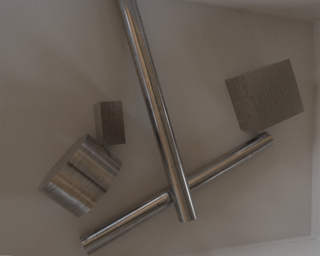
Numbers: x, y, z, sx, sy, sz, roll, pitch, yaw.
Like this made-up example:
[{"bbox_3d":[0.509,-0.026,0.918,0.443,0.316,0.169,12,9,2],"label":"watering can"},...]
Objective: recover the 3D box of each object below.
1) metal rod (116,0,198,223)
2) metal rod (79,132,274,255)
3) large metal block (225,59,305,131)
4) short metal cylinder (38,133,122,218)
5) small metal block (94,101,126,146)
[{"bbox_3d":[-0.005,-0.028,0.394,0.025,0.025,0.298,-16,90,-20],"label":"metal rod"},{"bbox_3d":[0.036,0.080,0.425,0.302,0.025,0.025,-26,99,-19],"label":"metal rod"},{"bbox_3d":[0.154,-0.048,0.456,0.081,0.050,0.080,-22,98,-19],"label":"large metal block"},{"bbox_3d":[-0.089,0.052,0.349,0.050,0.080,0.080,42,77,-16],"label":"short metal cylinder"},{"bbox_3d":[-0.062,-0.006,0.375,0.025,0.050,0.050,-5,92,-20],"label":"small metal block"}]
